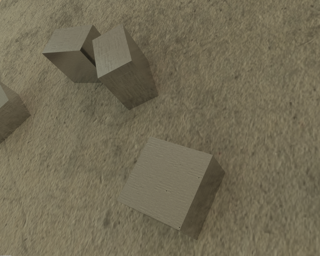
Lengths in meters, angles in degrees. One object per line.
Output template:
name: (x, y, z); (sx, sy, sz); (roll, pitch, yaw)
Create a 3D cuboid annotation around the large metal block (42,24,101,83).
large metal block: (-0.126, -0.117, 0.504); (0.080, 0.080, 0.050); (4, 64, 30)

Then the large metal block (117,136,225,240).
large metal block: (0.014, 0.064, 0.340); (0.080, 0.050, 0.080); (15, 70, 34)

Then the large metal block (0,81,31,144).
large metal block: (-0.292, -0.028, 0.555); (0.080, 0.050, 0.080); (-44, 51, -3)

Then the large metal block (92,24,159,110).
large metal block: (-0.050, -0.086, 0.446); (0.050, 0.080, 0.080); (-25, 53, 13)
